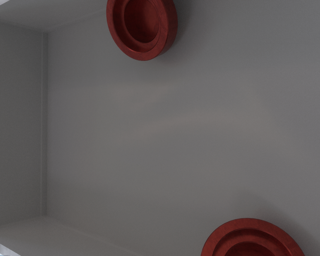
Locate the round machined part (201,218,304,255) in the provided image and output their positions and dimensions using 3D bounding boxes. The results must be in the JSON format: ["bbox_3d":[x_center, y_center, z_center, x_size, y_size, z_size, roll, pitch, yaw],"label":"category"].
[{"bbox_3d":[0.088,0.142,0.300,0.098,0.098,0.042,38,154,33],"label":"round machined part"}]

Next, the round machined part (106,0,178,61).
[{"bbox_3d":[-0.018,-0.139,0.395,0.098,0.042,0.097,20,127,29],"label":"round machined part"}]
